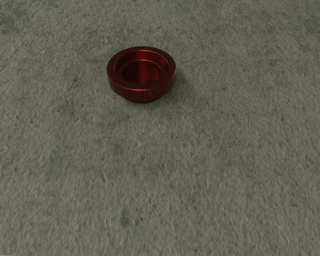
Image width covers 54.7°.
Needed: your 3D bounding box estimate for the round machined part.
[{"bbox_3d":[-0.026,-0.074,0.454,0.099,0.042,0.098,0,50,0],"label":"round machined part"}]
